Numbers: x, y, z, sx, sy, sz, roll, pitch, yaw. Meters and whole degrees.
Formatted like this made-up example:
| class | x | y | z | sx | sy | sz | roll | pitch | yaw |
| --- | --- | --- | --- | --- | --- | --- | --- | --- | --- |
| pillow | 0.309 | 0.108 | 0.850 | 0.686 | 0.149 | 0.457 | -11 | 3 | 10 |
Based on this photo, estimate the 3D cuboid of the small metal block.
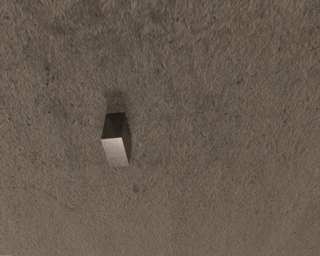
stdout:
| class | x | y | z | sx | sy | sz | roll | pitch | yaw |
| --- | --- | --- | --- | --- | --- | --- | --- | --- | --- |
| small metal block | -0.055 | 0.015 | 0.403 | 0.025 | 0.050 | 0.050 | -5 | 130 | 4 |
